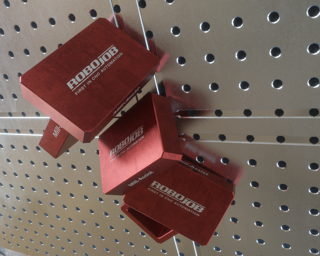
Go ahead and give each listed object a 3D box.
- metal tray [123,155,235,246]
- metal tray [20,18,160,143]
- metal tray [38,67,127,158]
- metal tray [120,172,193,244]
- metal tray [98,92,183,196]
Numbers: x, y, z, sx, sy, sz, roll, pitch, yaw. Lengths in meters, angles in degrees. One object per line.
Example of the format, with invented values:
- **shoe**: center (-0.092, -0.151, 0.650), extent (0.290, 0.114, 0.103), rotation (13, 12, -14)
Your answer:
- **metal tray**: center (0.025, 0.091, 0.427), extent (0.130, 0.030, 0.090), rotation (26, 106, 8)
- **metal tray**: center (-0.073, -0.057, 0.345), extent (0.090, 0.130, 0.030), rotation (37, 149, 3)
- **metal tray**: center (-0.101, -0.025, 0.407), extent (0.030, 0.090, 0.129), rotation (41, 129, 0)
- **metal tray**: center (0.007, 0.118, 0.477), extent (0.090, 0.030, 0.129), rotation (43, 129, -2)
- **metal tray**: center (-0.032, 0.025, 0.405), extent (0.129, 0.030, 0.090), rotation (-37, 53, 38)
